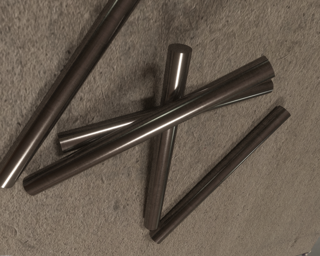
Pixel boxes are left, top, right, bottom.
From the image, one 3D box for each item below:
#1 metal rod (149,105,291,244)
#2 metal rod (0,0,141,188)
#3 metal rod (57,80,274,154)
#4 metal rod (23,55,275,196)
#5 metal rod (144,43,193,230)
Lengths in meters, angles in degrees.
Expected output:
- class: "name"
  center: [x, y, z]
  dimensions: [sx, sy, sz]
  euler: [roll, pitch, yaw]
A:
- class: "metal rod"
  center: [0.097, 0.078, 0.510]
  dimensions: [0.300, 0.025, 0.025]
  euler: [-45, 130, 3]
- class: "metal rod"
  center: [-0.087, -0.058, 0.323]
  dimensions: [0.025, 0.025, 0.299]
  euler: [30, 102, -38]
- class: "metal rod"
  center: [0.022, -0.023, 0.406]
  dimensions: [0.302, 0.025, 0.025]
  euler: [-17, 125, -19]
- class: "metal rod"
  center: [-0.021, 0.003, 0.342]
  dimensions: [0.301, 0.025, 0.025]
  euler: [-26, 130, 10]
- class: "metal rod"
  center: [0.004, 0.036, 0.407]
  dimensions: [0.025, 0.025, 0.298]
  euler: [-11, 131, -23]
